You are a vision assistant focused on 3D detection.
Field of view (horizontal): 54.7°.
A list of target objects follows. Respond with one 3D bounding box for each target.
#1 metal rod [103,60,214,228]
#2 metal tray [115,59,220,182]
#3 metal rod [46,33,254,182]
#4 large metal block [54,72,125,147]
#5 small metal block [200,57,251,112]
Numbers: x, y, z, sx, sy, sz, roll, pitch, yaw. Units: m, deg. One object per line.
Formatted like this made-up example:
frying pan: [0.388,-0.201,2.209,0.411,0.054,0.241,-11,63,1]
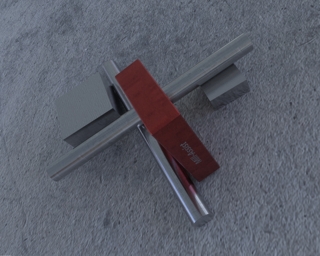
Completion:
metal rod: [-0.018,-0.002,0.415,0.025,0.025,0.300,-36,51,4]
metal tray: [0.011,-0.004,0.332,0.030,0.130,0.090,-37,51,4]
metal rod: [-0.017,-0.023,0.394,0.300,0.025,0.025,-34,52,5]
large metal block: [-0.099,-0.022,0.451,0.080,0.050,0.080,-32,52,7]
small metal block: [0.079,-0.057,0.398,0.050,0.025,0.050,-31,52,8]
